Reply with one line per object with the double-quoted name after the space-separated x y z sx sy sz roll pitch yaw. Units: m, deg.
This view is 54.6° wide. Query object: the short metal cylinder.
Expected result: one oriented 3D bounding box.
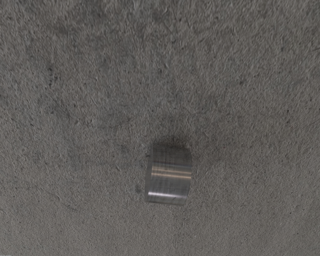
0.009 0.064 0.425 0.050 0.080 0.079 7 130 -6 "short metal cylinder"
